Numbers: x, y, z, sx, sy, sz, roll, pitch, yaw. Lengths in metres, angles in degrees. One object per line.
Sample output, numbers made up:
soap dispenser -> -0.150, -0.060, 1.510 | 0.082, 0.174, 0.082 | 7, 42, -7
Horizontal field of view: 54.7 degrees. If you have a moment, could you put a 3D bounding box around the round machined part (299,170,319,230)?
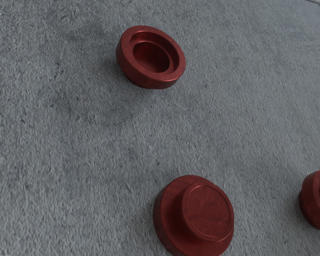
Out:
round machined part -> 0.247, 0.113, 0.457 | 0.099, 0.042, 0.098 | 14, 56, -21

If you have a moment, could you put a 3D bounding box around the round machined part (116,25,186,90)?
round machined part -> -0.016, -0.095, 0.442 | 0.099, 0.042, 0.098 | 14, 56, -21

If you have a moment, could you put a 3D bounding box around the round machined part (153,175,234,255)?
round machined part -> 0.045, 0.100, 0.356 | 0.099, 0.042, 0.098 | 14, 56, -21
